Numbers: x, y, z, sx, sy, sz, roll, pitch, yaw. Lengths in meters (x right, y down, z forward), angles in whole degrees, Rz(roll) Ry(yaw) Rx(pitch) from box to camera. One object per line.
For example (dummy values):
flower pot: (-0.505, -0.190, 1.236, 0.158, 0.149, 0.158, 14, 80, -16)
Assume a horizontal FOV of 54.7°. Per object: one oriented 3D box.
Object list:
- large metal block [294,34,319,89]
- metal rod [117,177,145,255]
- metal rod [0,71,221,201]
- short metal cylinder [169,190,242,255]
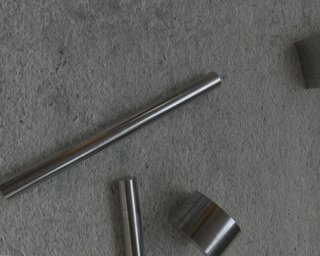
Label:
large metal block: (0.275, -0.114, 0.497, 0.081, 0.050, 0.080, -20, 97, -19)
metal rod: (-0.026, 0.212, 0.399, 0.025, 0.025, 0.298, -7, 92, -20)
metal rod: (-0.048, 0.001, 0.391, 0.302, 0.025, 0.025, -29, 100, -18)
short metal cylinder: (0.057, 0.127, 0.401, 0.050, 0.080, 0.080, -45, 104, -14)
